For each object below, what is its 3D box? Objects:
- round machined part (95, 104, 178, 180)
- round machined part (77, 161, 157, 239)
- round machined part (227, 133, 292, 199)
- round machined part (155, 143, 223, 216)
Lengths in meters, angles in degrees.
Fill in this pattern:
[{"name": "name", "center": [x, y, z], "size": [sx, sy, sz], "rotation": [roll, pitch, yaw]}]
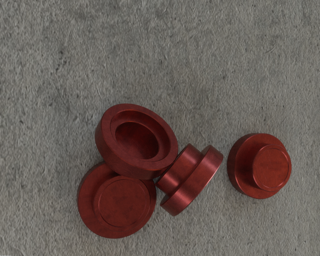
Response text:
[{"name": "round machined part", "center": [-0.031, 0.020, 0.371], "size": [0.099, 0.042, 0.098], "rotation": [20, 41, -19]}, {"name": "round machined part", "center": [-0.050, 0.088, 0.382], "size": [0.099, 0.042, 0.097], "rotation": [0, 90, -20]}, {"name": "round machined part", "center": [0.152, 0.056, 0.456], "size": [0.099, 0.042, 0.097], "rotation": [0, 90, -20]}, {"name": "round machined part", "center": [0.031, 0.057, 0.385], "size": [0.042, 0.098, 0.098], "rotation": [40, 77, 4]}]
